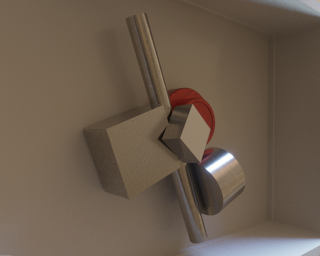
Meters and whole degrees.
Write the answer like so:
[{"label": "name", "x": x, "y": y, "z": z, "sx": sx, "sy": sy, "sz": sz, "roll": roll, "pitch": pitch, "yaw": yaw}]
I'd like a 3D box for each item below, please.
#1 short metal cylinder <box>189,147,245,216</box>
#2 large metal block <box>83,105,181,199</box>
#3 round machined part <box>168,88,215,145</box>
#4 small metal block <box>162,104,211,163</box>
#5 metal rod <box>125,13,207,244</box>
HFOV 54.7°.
[{"label": "short metal cylinder", "x": 0.069, "y": 0.073, "z": 0.430, "sx": 0.050, "sy": 0.080, "sz": 0.080, "roll": -26, "pitch": 107, "yaw": -37}, {"label": "large metal block", "x": -0.030, "y": 0.024, "z": 0.361, "sx": 0.081, "sy": 0.050, "sz": 0.080, "roll": -26, "pitch": 107, "yaw": -37}, {"label": "round machined part", "x": 0.038, "y": -0.007, "z": 0.427, "sx": 0.099, "sy": 0.042, "sz": 0.097, "roll": 0, "pitch": 90, "yaw": -40}, {"label": "small metal block", "x": 0.033, "y": 0.007, "z": 0.372, "sx": 0.050, "sy": 0.025, "sz": 0.050, "roll": 50, "pitch": 49, "yaw": -37}, {"label": "metal rod", "x": 0.013, "y": 0.011, "z": 0.390, "sx": 0.025, "sy": 0.025, "sz": 0.298, "roll": -26, "pitch": 107, "yaw": -37}]
